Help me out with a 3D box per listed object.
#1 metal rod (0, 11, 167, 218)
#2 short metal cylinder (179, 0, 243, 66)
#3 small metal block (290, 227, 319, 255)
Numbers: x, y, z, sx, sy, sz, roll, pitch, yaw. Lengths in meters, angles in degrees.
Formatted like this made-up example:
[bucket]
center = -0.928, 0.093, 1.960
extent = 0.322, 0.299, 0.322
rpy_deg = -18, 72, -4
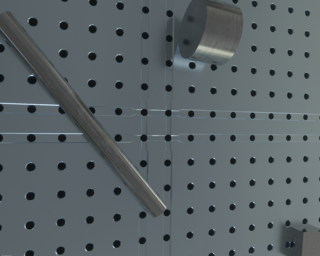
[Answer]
[metal rod]
center = -0.089, -0.007, 0.379
extent = 0.025, 0.025, 0.300
rpy_deg = -41, 103, -15
[short metal cylinder]
center = 0.064, -0.126, 0.407
extent = 0.050, 0.080, 0.080
rpy_deg = 7, 88, -20
[small metal block]
center = 0.241, 0.189, 0.502
extent = 0.050, 0.025, 0.050
rpy_deg = 6, 88, -20
